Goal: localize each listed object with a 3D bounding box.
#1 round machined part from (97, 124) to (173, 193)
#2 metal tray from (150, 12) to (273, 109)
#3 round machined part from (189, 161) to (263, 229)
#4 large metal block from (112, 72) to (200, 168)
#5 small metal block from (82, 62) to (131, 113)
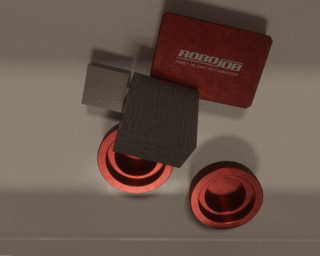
[{"bbox_3d":[-0.031,0.034,0.415,0.099,0.042,0.097,0,110,-1],"label":"round machined part"},{"bbox_3d":[0.058,-0.082,0.379,0.131,0.030,0.089,11,110,-5],"label":"metal tray"},{"bbox_3d":[0.090,0.090,0.437,0.099,0.042,0.097,0,110,-1],"label":"round machined part"},{"bbox_3d":[-0.003,-0.009,0.358,0.081,0.080,0.050,16,143,-10],"label":"large metal block"},{"bbox_3d":[-0.067,-0.052,0.391,0.050,0.025,0.050,13,110,-5],"label":"small metal block"}]
